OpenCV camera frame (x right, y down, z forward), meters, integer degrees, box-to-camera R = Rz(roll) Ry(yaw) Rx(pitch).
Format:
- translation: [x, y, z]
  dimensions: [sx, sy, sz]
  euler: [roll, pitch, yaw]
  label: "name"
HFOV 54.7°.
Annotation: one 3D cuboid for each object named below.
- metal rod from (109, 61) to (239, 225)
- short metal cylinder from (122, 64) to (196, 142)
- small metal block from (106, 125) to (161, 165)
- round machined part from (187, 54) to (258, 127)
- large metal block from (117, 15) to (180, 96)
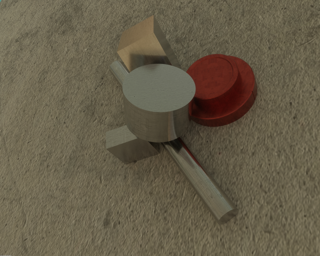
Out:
- translation: [0.000, -0.004, 0.407]
  dimensions: [0.025, 0.025, 0.300]
  euler: [-38, 51, 2]
  label: "metal rod"
- translation: [-0.002, -0.030, 0.360]
  dimensions: [0.081, 0.050, 0.080]
  euler: [2, 49, -2]
  label: "short metal cylinder"
- translation: [-0.034, 0.020, 0.394]
  dimensions: [0.050, 0.050, 0.025]
  euler: [-19, 54, 16]
  label: "small metal block"
- translation: [0.069, -0.054, 0.390]
  dimensions: [0.098, 0.042, 0.098]
  euler: [-13, 56, 20]
  label: "round machined part"
- translation: [-0.011, -0.095, 0.419]
  dimensions: [0.050, 0.080, 0.080]
  euler: [-25, 31, 15]
  label: "large metal block"
